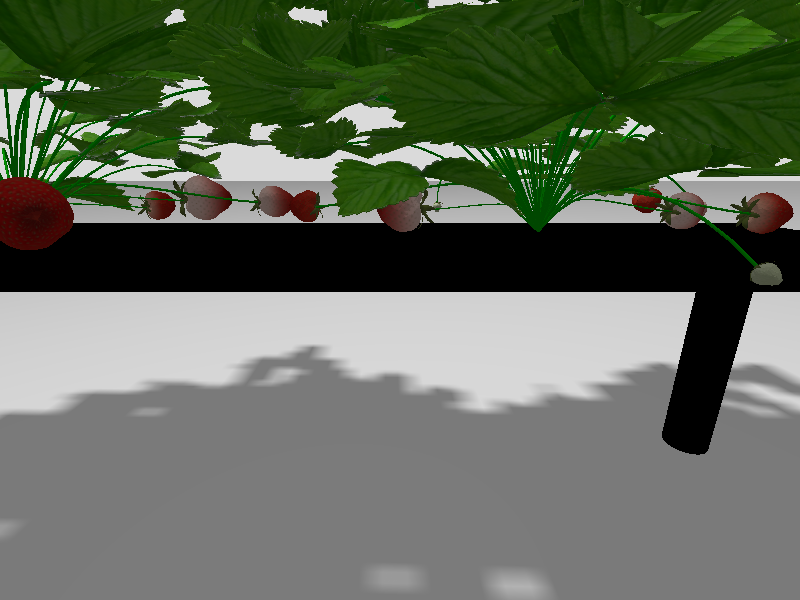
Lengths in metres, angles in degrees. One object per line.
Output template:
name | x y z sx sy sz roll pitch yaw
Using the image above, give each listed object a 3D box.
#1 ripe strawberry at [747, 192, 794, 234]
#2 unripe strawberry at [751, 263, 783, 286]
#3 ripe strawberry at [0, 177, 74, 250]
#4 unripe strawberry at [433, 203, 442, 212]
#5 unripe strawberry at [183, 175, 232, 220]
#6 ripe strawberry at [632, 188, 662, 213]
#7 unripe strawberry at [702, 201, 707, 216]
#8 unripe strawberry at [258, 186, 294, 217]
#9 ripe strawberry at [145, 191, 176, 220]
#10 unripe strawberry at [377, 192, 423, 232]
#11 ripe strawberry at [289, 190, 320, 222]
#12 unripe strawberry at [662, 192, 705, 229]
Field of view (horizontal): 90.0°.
ripe strawberry | 0.316 -0.074 0.342 0.036 0.034 0.033 1 18 0
unripe strawberry | 0.175 -0.011 0.190 0.010 0.011 0.011 -6 38 -17
ripe strawberry | -0.252 -0.058 0.274 0.050 0.050 0.047 17 24 40
unripe strawberry | 0.045 -0.111 0.482 0.010 0.011 0.011 -9 20 -26
unripe strawberry | -0.210 -0.112 0.440 0.049 0.048 0.045 -14 23 -38
ripe strawberry | 0.308 -0.123 0.500 0.032 0.027 0.032 20 -26 46
unripe strawberry | 0.325 -0.099 0.439 0.022 0.019 0.022 25 4 -31
unripe strawberry | -0.136 -0.109 0.442 0.039 0.034 0.039 -9 20 -27
ripe strawberry | -0.255 -0.101 0.428 0.026 0.030 0.029 15 22 38
unripe strawberry | 0.000 -0.080 0.344 0.039 0.041 0.036 0 18 1
ripe strawberry | -0.097 -0.095 0.407 0.030 0.031 0.028 5 19 16
unripe strawberry | 0.266 -0.083 0.373 0.034 0.034 0.032 -3 18 -11
